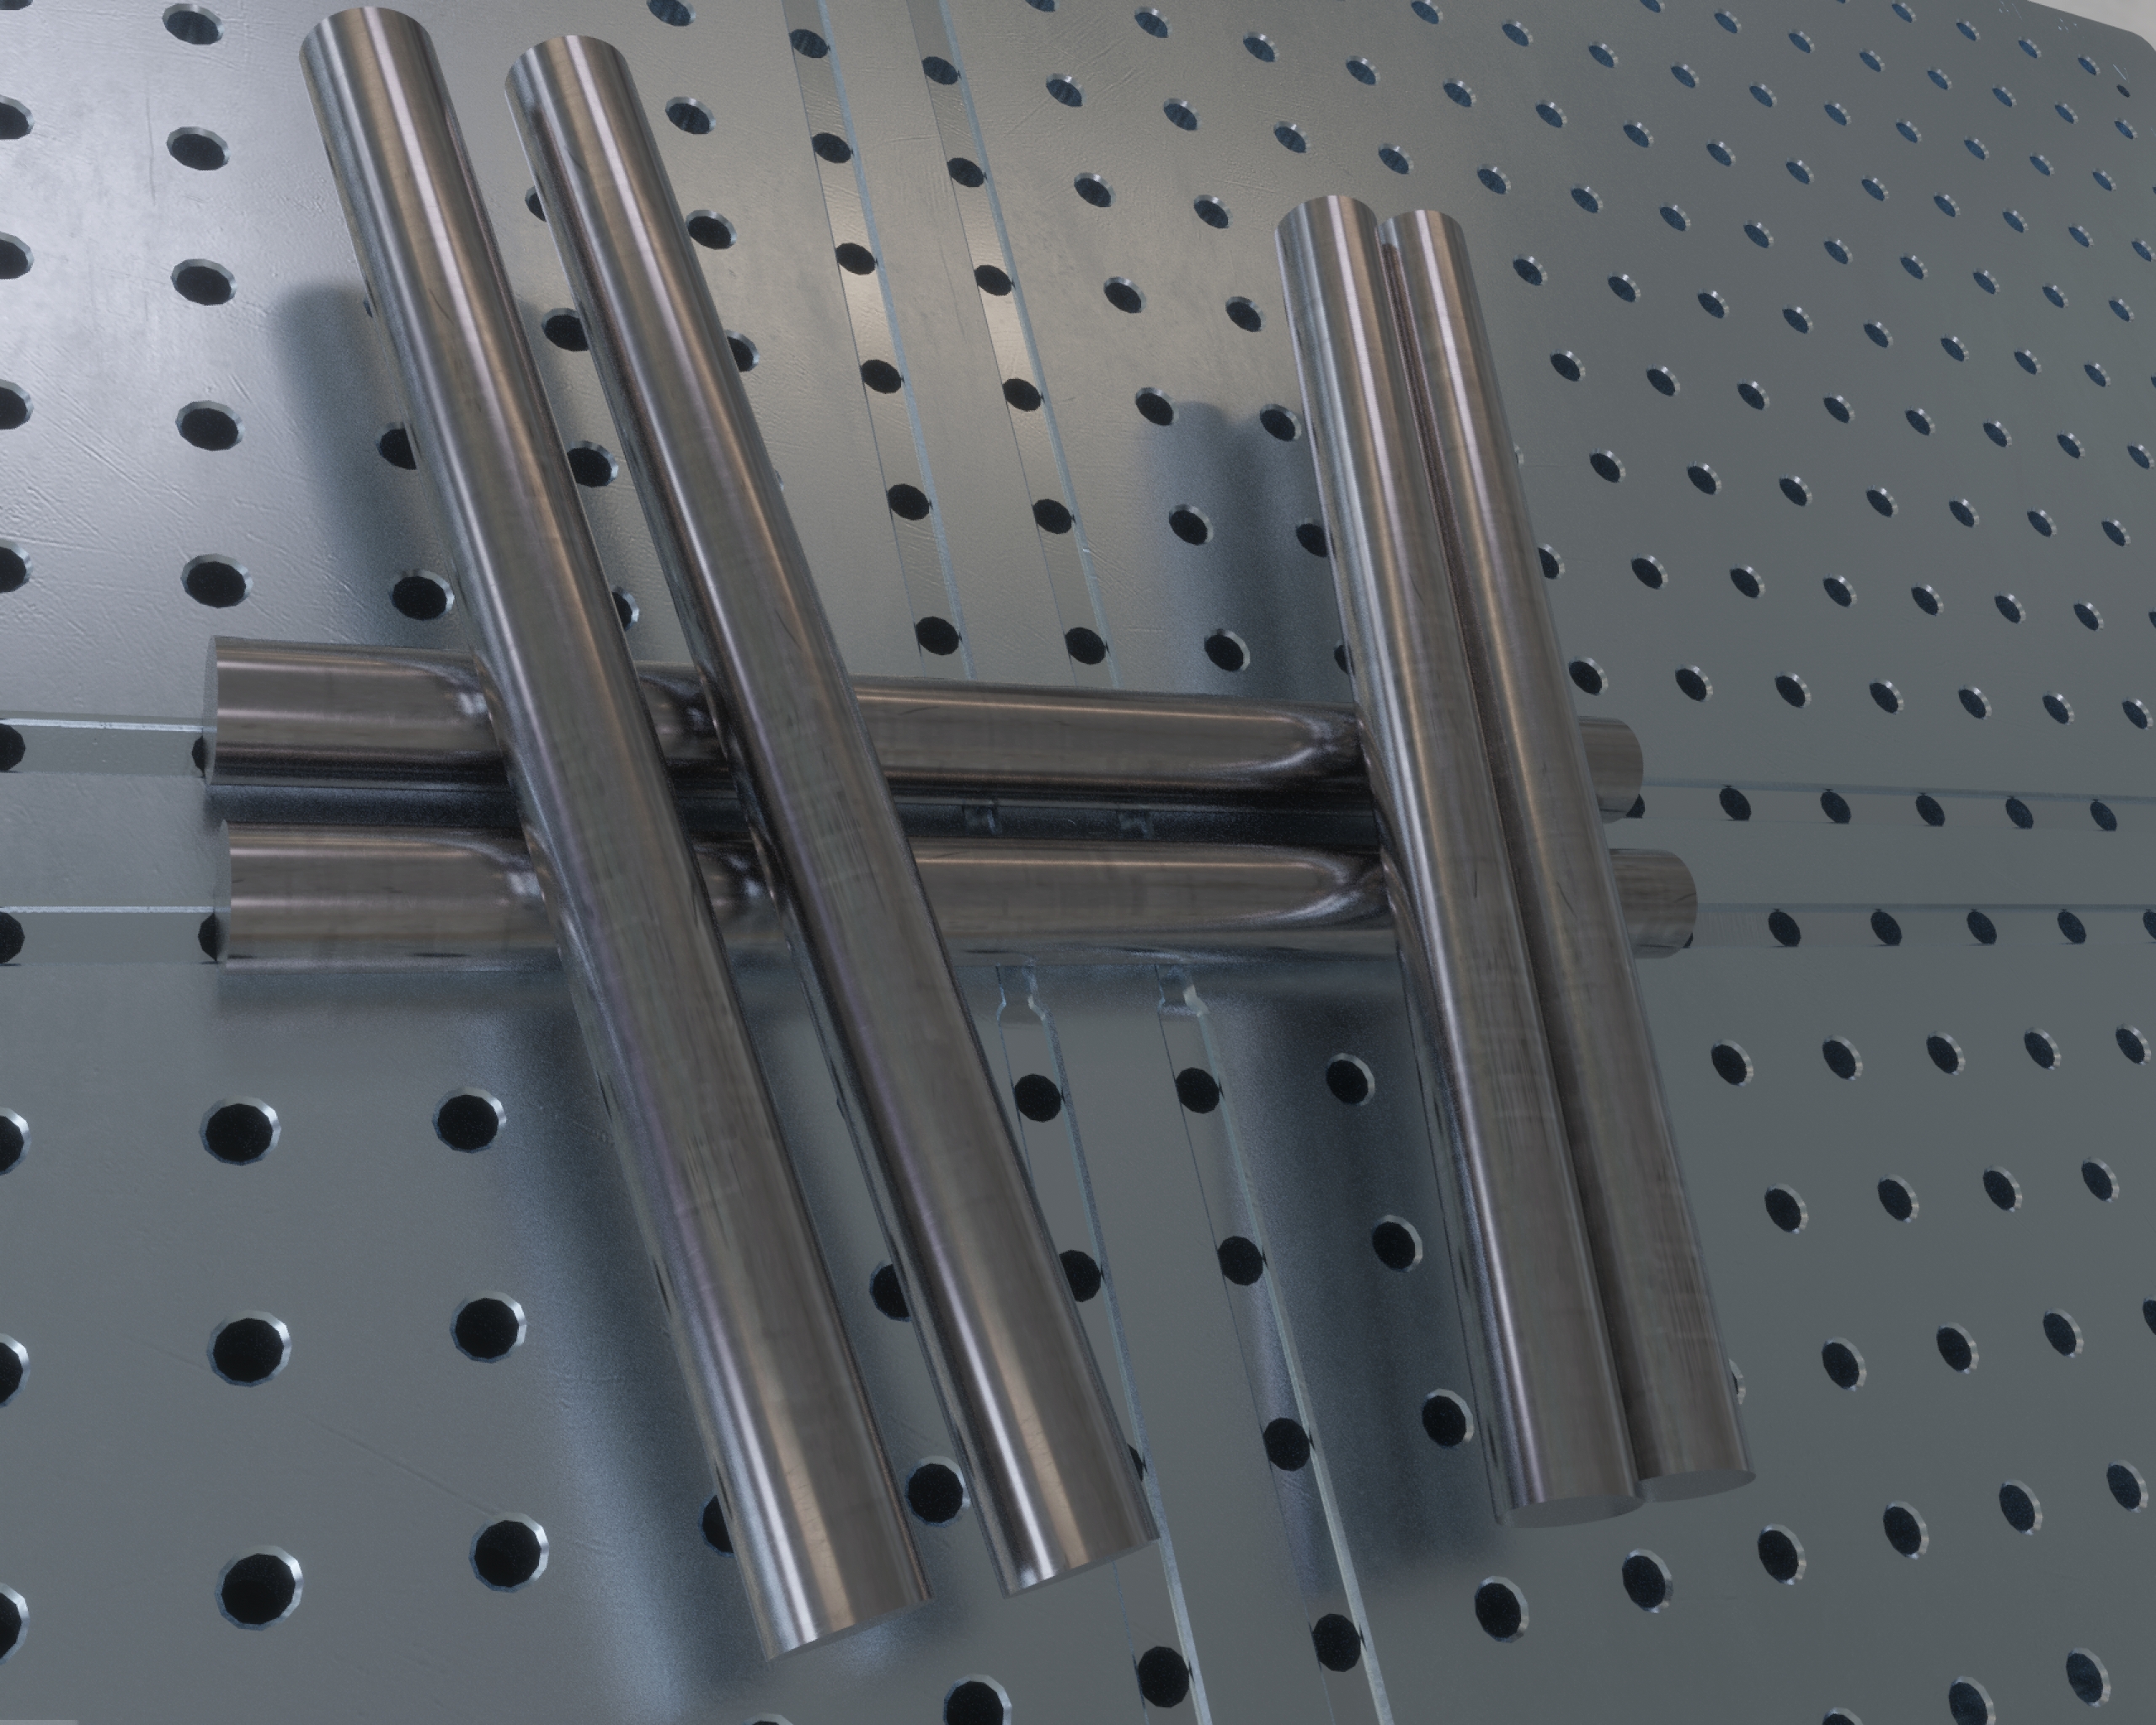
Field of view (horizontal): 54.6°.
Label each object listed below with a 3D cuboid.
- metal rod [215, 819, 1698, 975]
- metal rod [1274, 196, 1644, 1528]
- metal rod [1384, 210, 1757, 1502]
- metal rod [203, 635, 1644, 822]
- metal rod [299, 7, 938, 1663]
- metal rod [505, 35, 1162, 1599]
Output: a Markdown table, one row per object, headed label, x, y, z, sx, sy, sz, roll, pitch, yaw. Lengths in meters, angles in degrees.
| label | x | y | z | sx | sy | sz | roll | pitch | yaw |
| --- | --- | --- | --- | --- | --- | --- | --- | --- | --- |
| metal rod | -0.002 | 0.007 | 0.403 | 0.302 | 0.025 | 0.025 | 1 | 62 | -28 |
| metal rod | 0.071 | -0.020 | 0.427 | 0.025 | 0.025 | 0.299 | 9 | 58 | -24 |
| metal rod | 0.094 | -0.021 | 0.440 | 0.025 | 0.025 | 0.299 | 9 | 58 | -24 |
| metal rod | -0.010 | -0.023 | 0.417 | 0.302 | 0.025 | 0.025 | 1 | 62 | -28 |
| metal rod | -0.083 | -0.022 | 0.345 | 0.025 | 0.025 | 0.299 | -8 | 66 | -32 |
| metal rod | -0.050 | -0.025 | 0.364 | 0.025 | 0.025 | 0.299 | -8 | 66 | -32 |
